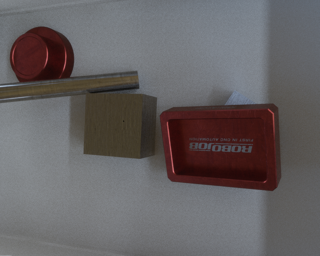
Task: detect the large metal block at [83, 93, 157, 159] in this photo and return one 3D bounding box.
[{"bbox_3d":[-0.052,-0.004,0.414,0.080,0.050,0.079,3,91,19],"label":"large metal block"}]

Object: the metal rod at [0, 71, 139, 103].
[{"bbox_3d":[-0.179,-0.048,0.407,0.302,0.025,0.025,-7,88,-6],"label":"metal rod"}]

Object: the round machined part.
[{"bbox_3d":[-0.183,-0.104,0.464,0.098,0.042,0.097,0,90,19],"label":"round machined part"}]

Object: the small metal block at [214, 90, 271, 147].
[{"bbox_3d":[0.099,-0.010,0.375,0.050,0.025,0.050,36,101,16],"label":"small metal block"}]

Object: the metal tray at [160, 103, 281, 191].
[{"bbox_3d":[0.068,0.020,0.360,0.130,0.030,0.089,0,104,29],"label":"metal tray"}]
